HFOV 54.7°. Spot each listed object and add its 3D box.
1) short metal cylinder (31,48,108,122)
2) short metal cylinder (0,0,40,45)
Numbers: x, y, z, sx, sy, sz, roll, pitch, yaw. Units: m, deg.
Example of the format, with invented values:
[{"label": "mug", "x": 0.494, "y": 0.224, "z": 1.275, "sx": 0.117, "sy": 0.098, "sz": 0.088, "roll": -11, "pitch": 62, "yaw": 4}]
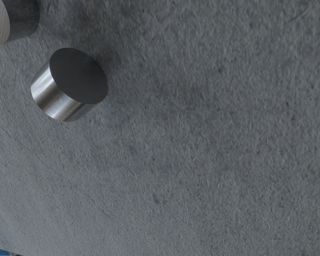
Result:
[{"label": "short metal cylinder", "x": -0.114, "y": -0.054, "z": 0.396, "sx": 0.050, "sy": 0.080, "sz": 0.080, "roll": -31, "pitch": 101, "yaw": 38}, {"label": "short metal cylinder", "x": -0.207, "y": -0.153, "z": 0.402, "sx": 0.080, "sy": 0.050, "sz": 0.079, "roll": 13, "pitch": 124, "yaw": 20}]
